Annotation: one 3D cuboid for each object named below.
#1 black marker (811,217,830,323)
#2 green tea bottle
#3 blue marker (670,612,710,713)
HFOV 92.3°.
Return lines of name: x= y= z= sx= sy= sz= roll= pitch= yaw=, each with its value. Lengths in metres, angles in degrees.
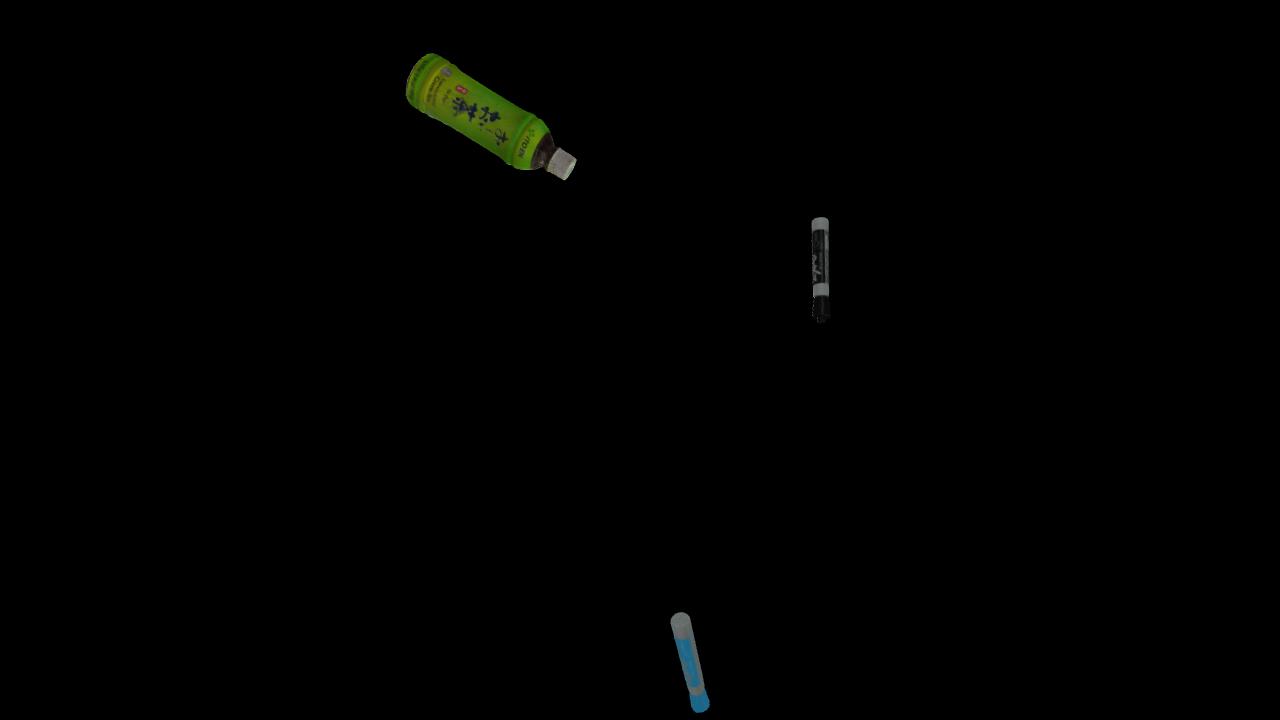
black marker: x=0.199 y=-0.099 z=0.677 sx=0.020 sy=0.121 sz=0.020 roll=3 pitch=-15 yaw=1
green tea bottle: x=-0.175 y=-0.289 z=0.751 sx=0.212 sy=0.073 sz=0.073 roll=29 pitch=-2 yaw=-3
blue marker: x=0.049 y=0.294 z=0.591 sx=0.020 sy=0.121 sz=0.020 roll=-11 pitch=23 yaw=5
